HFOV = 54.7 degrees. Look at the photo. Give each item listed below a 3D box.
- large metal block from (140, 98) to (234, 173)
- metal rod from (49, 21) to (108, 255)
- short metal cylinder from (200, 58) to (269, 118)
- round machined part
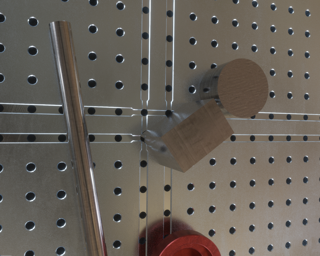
[{"bbox_3d":[0.032,0.008,0.395,0.080,0.080,0.050,-36,102,-16],"label":"large metal block"},{"bbox_3d":[-0.097,0.024,0.376,0.025,0.025,0.298,-10,93,-20],"label":"metal rod"},{"bbox_3d":[0.104,-0.053,0.437,0.081,0.050,0.080,0,90,-20],"label":"short metal cylinder"},{"bbox_3d":[0.030,0.185,0.415,0.099,0.042,0.097,0,90,-20],"label":"round machined part"}]
